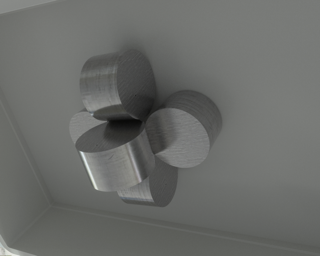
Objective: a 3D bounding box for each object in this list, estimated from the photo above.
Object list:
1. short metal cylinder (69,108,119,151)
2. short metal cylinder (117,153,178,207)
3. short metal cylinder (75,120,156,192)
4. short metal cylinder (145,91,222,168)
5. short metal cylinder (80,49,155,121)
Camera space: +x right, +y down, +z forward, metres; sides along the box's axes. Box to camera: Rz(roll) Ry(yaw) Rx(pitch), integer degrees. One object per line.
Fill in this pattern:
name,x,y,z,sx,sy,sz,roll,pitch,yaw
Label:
short metal cylinder,-0.078,0.002,0.432,0.080,0.050,0.079,13,124,21
short metal cylinder,-0.016,0.064,0.419,0.050,0.080,0.080,-2,117,29
short metal cylinder,-0.050,0.028,0.358,0.080,0.080,0.050,-1,118,29
short metal cylinder,0.029,0.001,0.375,0.080,0.050,0.079,13,124,21
short metal cylinder,-0.047,-0.049,0.365,0.050,0.080,0.080,-2,117,29
